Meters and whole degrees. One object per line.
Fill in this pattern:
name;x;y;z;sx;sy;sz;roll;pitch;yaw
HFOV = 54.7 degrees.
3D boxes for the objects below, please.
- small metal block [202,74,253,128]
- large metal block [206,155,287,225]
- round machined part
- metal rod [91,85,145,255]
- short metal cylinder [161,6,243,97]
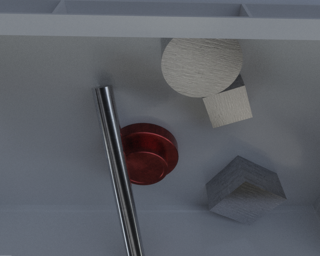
small metal block;0.082;-0.032;0.383;0.050;0.025;0.050;-16;129;13
large metal block;0.130;0.098;0.479;0.080;0.050;0.080;25;126;-20
round machined part;-0.023;0.043;0.435;0.099;0.042;0.097;-1;130;0
metal rod;-0.047;0.093;0.406;0.025;0.025;0.298;-8;105;6
short metal cylinder;0.041;-0.079;0.326;0.081;0.050;0.079;0;130;0
